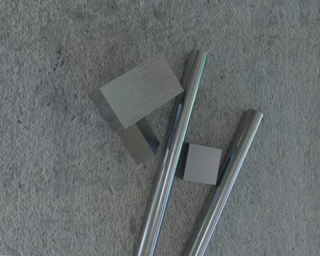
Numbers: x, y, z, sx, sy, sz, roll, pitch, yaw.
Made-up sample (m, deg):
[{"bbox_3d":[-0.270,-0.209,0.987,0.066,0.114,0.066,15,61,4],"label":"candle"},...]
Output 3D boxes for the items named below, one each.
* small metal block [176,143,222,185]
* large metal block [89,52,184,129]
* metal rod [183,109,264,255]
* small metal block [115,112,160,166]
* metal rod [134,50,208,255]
[{"bbox_3d":[0.054,0.049,0.430,0.050,0.025,0.050,12,86,-20],"label":"small metal block"},{"bbox_3d":[-0.031,-0.041,0.369,0.080,0.080,0.050,-34,101,-17],"label":"large metal block"},{"bbox_3d":[0.078,0.110,0.439,0.025,0.025,0.299,29,80,-18],"label":"metal rod"},{"bbox_3d":[-0.026,0.011,0.384,0.025,0.050,0.050,-28,101,13],"label":"small metal block"},{"bbox_3d":[0.014,0.040,0.415,0.025,0.025,0.299,18,84,-20],"label":"metal rod"}]
